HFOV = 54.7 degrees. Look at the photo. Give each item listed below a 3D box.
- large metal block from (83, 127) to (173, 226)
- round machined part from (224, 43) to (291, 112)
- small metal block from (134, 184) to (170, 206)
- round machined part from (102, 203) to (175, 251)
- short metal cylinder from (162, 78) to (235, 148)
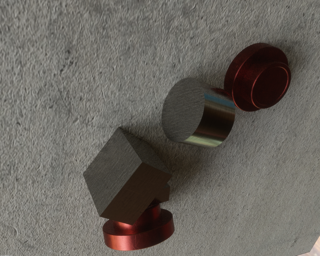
[{"bbox_3d":[-0.043,0.058,0.385,0.050,0.080,0.080,31,101,-38],"label":"large metal block"},{"bbox_3d":[0.143,-0.066,0.436,0.099,0.042,0.097,-14,125,-21],"label":"round machined part"},{"bbox_3d":[-0.020,0.082,0.432,0.050,0.050,0.025,-11,122,-23],"label":"small metal block"},{"bbox_3d":[-0.031,0.128,0.433,0.099,0.098,0.042,-10,94,-23],"label":"round machined part"},{"bbox_3d":[0.046,-0.018,0.387,0.050,0.080,0.079,13,112,-34],"label":"short metal cylinder"}]
